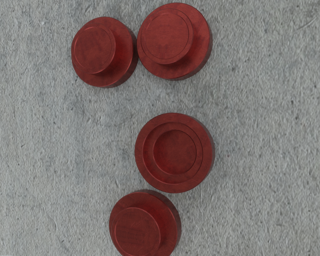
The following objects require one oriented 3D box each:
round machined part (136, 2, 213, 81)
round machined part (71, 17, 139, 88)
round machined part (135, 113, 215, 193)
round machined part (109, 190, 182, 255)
[{"bbox_3d":[0.014,-0.112,0.395,0.098,0.042,0.097,0,90,20],"label":"round machined part"},{"bbox_3d":[-0.082,-0.106,0.429,0.098,0.042,0.097,0,90,20],"label":"round machined part"},{"bbox_3d":[0.021,0.030,0.392,0.098,0.042,0.097,0,90,20],"label":"round machined part"},{"bbox_3d":[-0.025,0.134,0.409,0.098,0.042,0.097,0,90,20],"label":"round machined part"}]
